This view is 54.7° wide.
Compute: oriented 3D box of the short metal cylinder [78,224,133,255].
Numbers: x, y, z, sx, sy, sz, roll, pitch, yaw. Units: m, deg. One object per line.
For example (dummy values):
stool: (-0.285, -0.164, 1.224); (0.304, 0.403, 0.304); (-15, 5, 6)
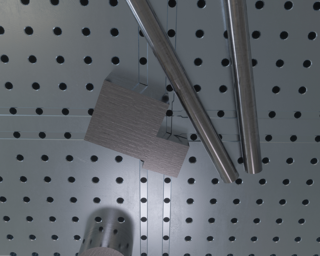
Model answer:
short metal cylinder: (-0.083, 0.195, 0.471); (0.081, 0.050, 0.079); (0, 110, 0)

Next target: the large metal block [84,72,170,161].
large metal block: (-0.041, -0.015, 0.394); (0.080, 0.050, 0.079); (20, 109, -8)

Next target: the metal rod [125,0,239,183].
metal rod: (0.029, -0.052, 0.394); (0.025, 0.025, 0.299); (-27, 108, 9)

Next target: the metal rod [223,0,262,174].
metal rod: (0.102, -0.079, 0.385); (0.025, 0.025, 0.298); (-11, 110, 4)

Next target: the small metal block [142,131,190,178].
small metal block: (0.007, 0.035, 0.427); (0.050, 0.025, 0.050); (17, 109, -7)
